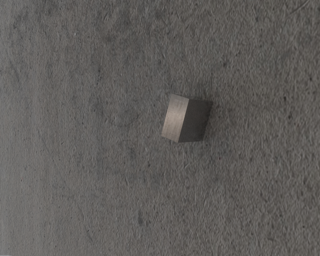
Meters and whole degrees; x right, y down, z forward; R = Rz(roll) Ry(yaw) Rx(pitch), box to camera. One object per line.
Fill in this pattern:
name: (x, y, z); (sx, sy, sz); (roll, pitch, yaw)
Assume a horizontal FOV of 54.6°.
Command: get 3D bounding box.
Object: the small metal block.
small metal block: (0.032, -0.011, 0.363); (0.025, 0.050, 0.050); (23, 104, 38)
